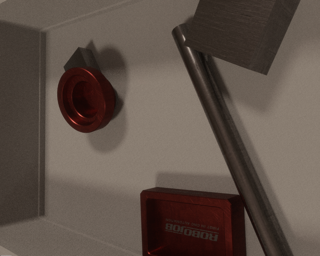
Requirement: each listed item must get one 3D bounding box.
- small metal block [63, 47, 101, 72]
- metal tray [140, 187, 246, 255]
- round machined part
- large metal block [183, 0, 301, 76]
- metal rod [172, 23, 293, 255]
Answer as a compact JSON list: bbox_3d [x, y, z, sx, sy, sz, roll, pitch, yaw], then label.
[{"bbox_3d":[-0.128,-0.096,0.510,0.050,0.025,0.050,-40,66,32],"label":"small metal block"},{"bbox_3d":[0.035,0.122,0.372,0.130,0.030,0.089,-4,88,39],"label":"metal tray"},{"bbox_3d":[-0.106,-0.044,0.471,0.098,0.042,0.097,10,109,31],"label":"round machined part"},{"bbox_3d":[0.083,-0.109,0.321,0.080,0.050,0.079,32,109,35],"label":"large metal block"},{"bbox_3d":[0.076,0.013,0.342,0.025,0.025,0.299,-32,70,35],"label":"metal rod"}]
